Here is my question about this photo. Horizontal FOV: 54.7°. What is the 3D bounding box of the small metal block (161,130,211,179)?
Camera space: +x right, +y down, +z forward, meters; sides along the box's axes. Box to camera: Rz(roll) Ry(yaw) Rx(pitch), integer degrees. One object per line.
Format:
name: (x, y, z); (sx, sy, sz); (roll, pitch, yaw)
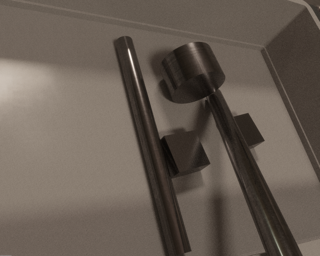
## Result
small metal block: (0.030, 0.034, 0.403); (0.050, 0.025, 0.050); (-10, 67, -33)

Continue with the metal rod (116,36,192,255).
metal rod: (-0.015, 0.005, 0.395); (0.025, 0.025, 0.299); (-2, 63, -29)

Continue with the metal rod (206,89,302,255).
metal rod: (0.091, 0.027, 0.359); (0.025, 0.025, 0.300); (22, 28, -15)

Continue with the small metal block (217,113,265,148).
small metal block: (0.122, 0.009, 0.468); (0.050, 0.025, 0.050); (-14, 69, -34)

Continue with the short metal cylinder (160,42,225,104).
short metal cylinder: (0.046, -0.077, 0.444); (0.081, 0.080, 0.050); (-8, 66, -32)
